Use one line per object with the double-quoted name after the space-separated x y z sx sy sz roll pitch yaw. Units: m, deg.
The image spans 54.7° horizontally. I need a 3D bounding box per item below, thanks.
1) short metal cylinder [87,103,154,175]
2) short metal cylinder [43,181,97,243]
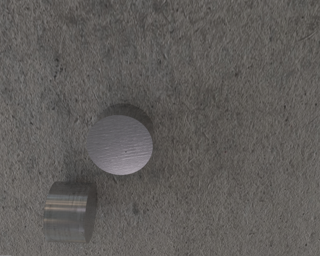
-0.049 0.013 0.401 0.081 0.050 0.079 0 110 0 "short metal cylinder"
-0.119 0.114 0.421 0.050 0.080 0.079 3 110 -1 "short metal cylinder"
